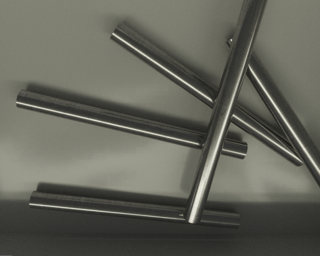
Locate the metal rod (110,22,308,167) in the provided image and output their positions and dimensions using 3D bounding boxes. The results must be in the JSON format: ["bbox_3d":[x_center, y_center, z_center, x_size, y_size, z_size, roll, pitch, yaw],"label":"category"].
[{"bbox_3d":[0.071,-0.037,0.398,0.301,0.025,0.025,33,107,-12],"label":"metal rod"}]

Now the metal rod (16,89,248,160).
[{"bbox_3d":[-0.032,-0.003,0.409,0.302,0.025,0.025,13,110,-6],"label":"metal rod"}]

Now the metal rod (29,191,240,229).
[{"bbox_3d":[-0.034,0.121,0.455,0.302,0.025,0.025,7,110,-3],"label":"metal rod"}]

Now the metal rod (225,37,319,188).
[{"bbox_3d":[0.176,0.009,0.397,0.025,0.025,0.299,-35,100,11],"label":"metal rod"}]

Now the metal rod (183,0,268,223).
[{"bbox_3d":[0.075,-0.012,0.379,0.025,0.025,0.298,11,110,-5],"label":"metal rod"}]
